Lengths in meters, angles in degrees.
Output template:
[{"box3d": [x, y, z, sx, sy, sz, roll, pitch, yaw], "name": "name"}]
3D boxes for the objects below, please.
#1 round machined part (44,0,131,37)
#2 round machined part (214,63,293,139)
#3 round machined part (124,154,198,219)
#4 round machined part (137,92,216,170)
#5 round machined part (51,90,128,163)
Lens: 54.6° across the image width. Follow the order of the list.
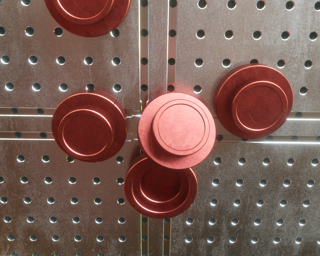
[{"box3d": [-0.083, -0.152, 0.348, 0.099, 0.042, 0.097, 0, 110, 0], "name": "round machined part"}, {"box3d": [0.120, -0.030, 0.394, 0.099, 0.042, 0.097, 0, 110, 0], "name": "round machined part"}, {"box3d": [0.001, 0.073, 0.431, 0.099, 0.042, 0.097, 0, 110, 0], "name": "round machined part"}, {"box3d": [0.022, 0.002, 0.382, 0.099, 0.042, 0.098, 2, 80, -9], "name": "round machined part"}, {"box3d": [-0.092, 0.002, 0.404, 0.099, 0.042, 0.097, 0, 110, 0], "name": "round machined part"}]
